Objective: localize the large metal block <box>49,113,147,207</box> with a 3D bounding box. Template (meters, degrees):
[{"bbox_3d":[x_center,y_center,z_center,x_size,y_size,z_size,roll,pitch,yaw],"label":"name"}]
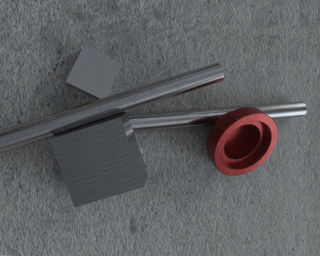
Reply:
[{"bbox_3d":[-0.067,0.034,0.357,0.080,0.050,0.080,-17,97,4],"label":"large metal block"}]

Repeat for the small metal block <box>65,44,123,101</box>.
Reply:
[{"bbox_3d":[-0.082,-0.066,0.379,0.050,0.025,0.050,26,81,-19],"label":"small metal block"}]

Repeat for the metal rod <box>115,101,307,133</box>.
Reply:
[{"bbox_3d":[0.083,-0.017,0.441,0.303,0.025,0.025,-5,92,-20],"label":"metal rod"}]

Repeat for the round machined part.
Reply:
[{"bbox_3d":[0.108,0.014,0.427,0.099,0.042,0.097,-11,122,-17],"label":"round machined part"}]

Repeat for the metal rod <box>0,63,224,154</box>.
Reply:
[{"bbox_3d":[-0.063,-0.023,0.363,0.302,0.025,0.025,-19,97,-13],"label":"metal rod"}]
